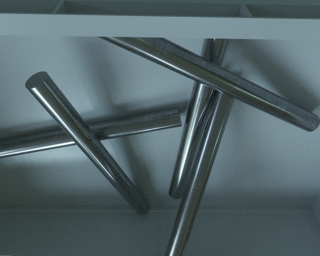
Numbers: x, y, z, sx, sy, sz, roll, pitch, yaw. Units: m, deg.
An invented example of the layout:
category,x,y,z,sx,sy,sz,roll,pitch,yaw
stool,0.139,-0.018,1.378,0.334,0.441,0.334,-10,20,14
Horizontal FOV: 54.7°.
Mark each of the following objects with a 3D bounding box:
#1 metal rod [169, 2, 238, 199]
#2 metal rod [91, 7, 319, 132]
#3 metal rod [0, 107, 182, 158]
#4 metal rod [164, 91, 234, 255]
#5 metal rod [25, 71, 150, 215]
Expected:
category,x,y,z,sx,sy,sz,roll,pitch,yaw
metal rod,0.045,-0.008,0.402,0.025,0.025,0.298,5,130,-5
metal rod,0.072,-0.050,0.337,0.302,0.025,0.025,19,128,-28
metal rod,-0.121,0.012,0.417,0.301,0.025,0.025,-10,130,8
metal rod,0.043,0.088,0.406,0.025,0.025,0.298,12,104,-11
metal rod,-0.076,0.044,0.417,0.025,0.025,0.299,-15,138,12
